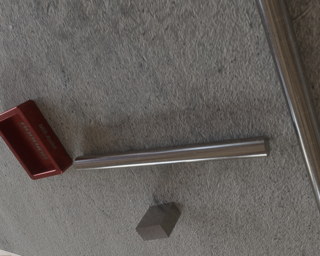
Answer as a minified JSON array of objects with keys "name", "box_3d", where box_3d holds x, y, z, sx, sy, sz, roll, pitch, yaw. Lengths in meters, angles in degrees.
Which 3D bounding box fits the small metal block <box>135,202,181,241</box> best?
[{"name":"small metal block","box_3d":[-0.002,0.144,0.480,0.050,0.050,0.025,-22,106,36]}]

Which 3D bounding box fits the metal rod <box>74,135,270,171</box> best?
[{"name":"metal rod","box_3d":[-0.004,0.040,0.432,0.300,0.025,0.025,-8,114,31]}]

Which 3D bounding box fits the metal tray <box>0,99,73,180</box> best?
[{"name":"metal tray","box_3d":[-0.219,0.024,0.530,0.090,0.030,0.130,-16,111,34]}]

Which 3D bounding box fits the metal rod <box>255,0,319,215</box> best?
[{"name":"metal rod","box_3d":[0.147,-0.016,0.319,0.025,0.025,0.299,-12,113,33]}]
